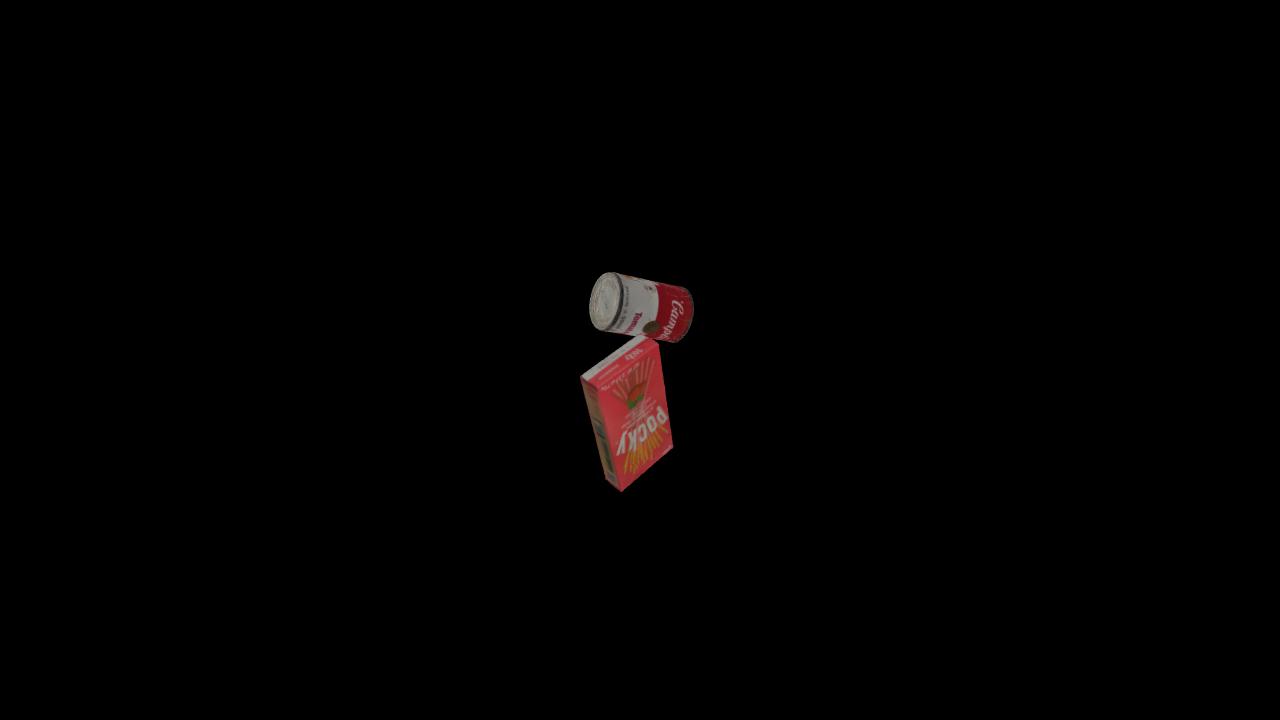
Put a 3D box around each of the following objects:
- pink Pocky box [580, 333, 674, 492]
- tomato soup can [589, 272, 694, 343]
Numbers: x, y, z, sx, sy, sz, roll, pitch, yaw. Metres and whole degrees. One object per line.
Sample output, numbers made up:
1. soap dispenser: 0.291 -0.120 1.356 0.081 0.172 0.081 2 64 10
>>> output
1. pink Pocky box: -0.009 0.057 0.631 0.084 0.155 0.029 -36 46 -29
2. tomato soup can: 0.001 -0.060 0.701 0.101 0.068 0.068 8 -5 -33
